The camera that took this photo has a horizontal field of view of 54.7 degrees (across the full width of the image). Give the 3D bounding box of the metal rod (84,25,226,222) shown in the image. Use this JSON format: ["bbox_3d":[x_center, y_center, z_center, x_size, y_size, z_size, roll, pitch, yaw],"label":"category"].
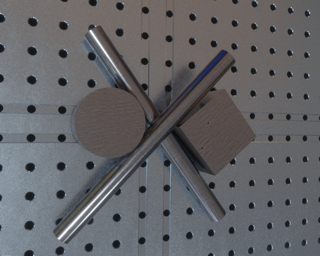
[{"bbox_3d":[0.000,0.003,0.408,0.025,0.025,0.299,-38,102,-16],"label":"metal rod"}]

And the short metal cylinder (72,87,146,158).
[{"bbox_3d":[-0.063,-0.006,0.372,0.081,0.050,0.079,0,90,-20],"label":"short metal cylinder"}]

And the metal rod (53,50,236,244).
[{"bbox_3d":[-0.015,0.019,0.381,0.025,0.025,0.300,44,84,-15],"label":"metal rod"}]

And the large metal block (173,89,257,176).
[{"bbox_3d":[0.068,0.005,0.420,0.080,0.050,0.080,-40,103,-16],"label":"large metal block"}]
